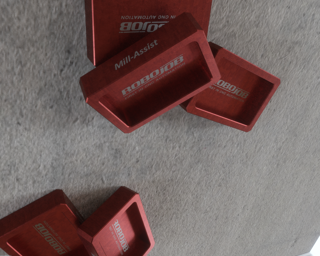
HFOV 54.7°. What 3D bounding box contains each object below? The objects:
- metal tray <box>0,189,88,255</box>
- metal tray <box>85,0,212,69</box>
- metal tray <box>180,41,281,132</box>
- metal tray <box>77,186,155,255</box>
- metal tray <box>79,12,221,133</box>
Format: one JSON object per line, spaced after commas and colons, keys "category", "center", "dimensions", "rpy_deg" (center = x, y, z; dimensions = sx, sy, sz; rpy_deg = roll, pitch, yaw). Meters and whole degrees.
{"category": "metal tray", "center": [-0.144, 0.152, 0.419], "dimensions": [0.090, 0.030, 0.129], "rpy_deg": [-29, 129, -11]}
{"category": "metal tray", "center": [-0.010, -0.114, 0.329], "dimensions": [0.131, 0.030, 0.089], "rpy_deg": [-10, 123, -24]}
{"category": "metal tray", "center": [0.097, -0.051, 0.426], "dimensions": [0.131, 0.030, 0.089], "rpy_deg": [16, 110, -35]}
{"category": "metal tray", "center": [-0.057, 0.159, 0.448], "dimensions": [0.090, 0.030, 0.129], "rpy_deg": [-42, 135, -34]}
{"category": "metal tray", "center": [-0.006, -0.052, 0.333], "dimensions": [0.130, 0.030, 0.090], "rpy_deg": [-30, 148, 8]}
